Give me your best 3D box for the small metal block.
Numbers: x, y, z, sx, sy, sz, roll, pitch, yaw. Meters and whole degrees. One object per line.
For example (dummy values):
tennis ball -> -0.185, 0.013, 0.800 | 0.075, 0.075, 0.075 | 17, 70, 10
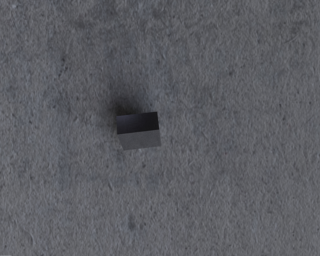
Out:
small metal block -> -0.026, 0.005, 0.394 | 0.050, 0.050, 0.025 | -7, 63, -1
